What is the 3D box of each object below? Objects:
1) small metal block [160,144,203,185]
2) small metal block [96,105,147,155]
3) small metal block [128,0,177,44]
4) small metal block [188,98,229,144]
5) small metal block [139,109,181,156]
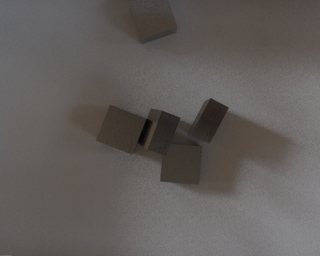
[{"bbox_3d":[0.028,0.046,0.412,0.050,0.025,0.050,5,90,-1],"label":"small metal block"},{"bbox_3d":[-0.050,0.002,0.411,0.050,0.025,0.050,21,90,-1],"label":"small metal block"},{"bbox_3d":[-0.009,-0.146,0.411,0.050,0.025,0.050,-19,90,-1],"label":"small metal block"},{"bbox_3d":[0.061,-0.009,0.400,0.025,0.050,0.050,28,90,0],"label":"small metal block"},{"bbox_3d":[-0.002,0.004,0.396,0.025,0.050,0.050,21,90,-19],"label":"small metal block"}]
